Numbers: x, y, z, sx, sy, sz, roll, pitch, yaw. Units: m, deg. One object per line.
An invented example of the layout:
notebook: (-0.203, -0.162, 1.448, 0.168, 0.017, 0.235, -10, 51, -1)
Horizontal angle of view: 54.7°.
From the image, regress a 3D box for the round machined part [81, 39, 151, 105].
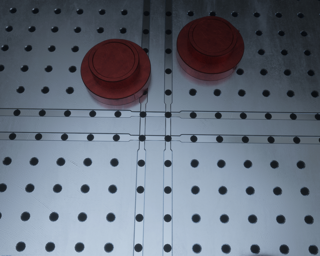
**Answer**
round machined part: (-0.062, -0.084, 0.433, 0.099, 0.042, 0.098, 0, 70, -1)

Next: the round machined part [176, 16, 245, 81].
round machined part: (0.073, -0.121, 0.448, 0.099, 0.042, 0.098, 0, 70, -1)
